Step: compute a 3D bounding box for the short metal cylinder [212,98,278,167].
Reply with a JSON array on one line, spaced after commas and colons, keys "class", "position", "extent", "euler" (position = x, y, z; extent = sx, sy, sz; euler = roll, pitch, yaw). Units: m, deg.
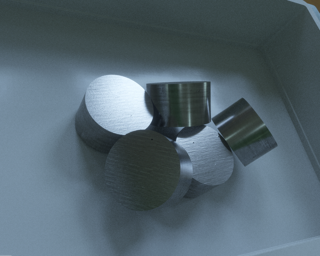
[{"class": "short metal cylinder", "position": [0.114, 0.006, 0.421], "extent": [0.080, 0.050, 0.080], "euler": [53, 10, -13]}]

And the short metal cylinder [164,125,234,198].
[{"class": "short metal cylinder", "position": [0.044, 0.042, 0.388], "extent": [0.081, 0.050, 0.080], "euler": [14, 56, -21]}]

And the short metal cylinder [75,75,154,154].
[{"class": "short metal cylinder", "position": [-0.055, -0.016, 0.368], "extent": [0.081, 0.050, 0.080], "euler": [14, 56, -21]}]

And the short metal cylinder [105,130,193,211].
[{"class": "short metal cylinder", "position": [-0.010, 0.045, 0.328], "extent": [0.080, 0.080, 0.050], "euler": [66, 12, 18]}]

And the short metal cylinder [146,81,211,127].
[{"class": "short metal cylinder", "position": [0.024, -0.033, 0.393], "extent": [0.081, 0.080, 0.050], "euler": [-8, 102, -32]}]
